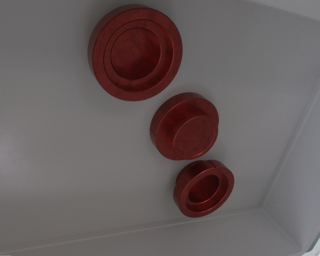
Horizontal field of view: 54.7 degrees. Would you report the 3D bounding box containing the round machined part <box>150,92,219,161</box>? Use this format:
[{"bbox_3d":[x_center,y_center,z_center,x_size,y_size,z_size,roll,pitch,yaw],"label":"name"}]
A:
[{"bbox_3d":[0.039,0.004,0.422,0.099,0.042,0.097,-14,124,-21],"label":"round machined part"}]

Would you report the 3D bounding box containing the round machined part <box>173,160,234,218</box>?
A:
[{"bbox_3d":[0.064,0.090,0.488,0.099,0.042,0.097,-14,124,-21],"label":"round machined part"}]

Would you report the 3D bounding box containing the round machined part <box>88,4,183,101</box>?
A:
[{"bbox_3d":[-0.029,-0.081,0.331,0.099,0.042,0.097,-14,124,-21],"label":"round machined part"}]
